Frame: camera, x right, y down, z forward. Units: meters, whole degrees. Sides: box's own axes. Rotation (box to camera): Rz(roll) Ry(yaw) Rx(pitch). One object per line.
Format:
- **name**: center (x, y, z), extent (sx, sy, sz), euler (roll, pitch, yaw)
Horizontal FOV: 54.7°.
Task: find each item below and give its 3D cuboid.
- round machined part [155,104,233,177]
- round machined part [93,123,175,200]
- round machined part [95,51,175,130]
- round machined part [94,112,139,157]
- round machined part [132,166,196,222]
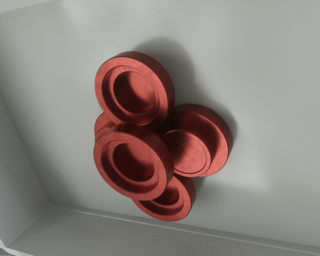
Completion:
- **round machined part**: center (0.037, 0.022, 0.388), extent (0.098, 0.042, 0.097), euler (13, 124, 20)
- **round machined part**: center (-0.028, 0.037, 0.376), extent (0.098, 0.042, 0.097), euler (13, 124, 20)
- **round machined part**: center (-0.027, -0.046, 0.379), extent (0.098, 0.042, 0.097), euler (13, 124, 20)
- **round machined part**: center (-0.051, 0.019, 0.432), extent (0.098, 0.042, 0.097), euler (13, 124, 20)
- **round machined part**: center (0.005, 0.082, 0.442), extent (0.098, 0.042, 0.097), euler (13, 124, 20)
